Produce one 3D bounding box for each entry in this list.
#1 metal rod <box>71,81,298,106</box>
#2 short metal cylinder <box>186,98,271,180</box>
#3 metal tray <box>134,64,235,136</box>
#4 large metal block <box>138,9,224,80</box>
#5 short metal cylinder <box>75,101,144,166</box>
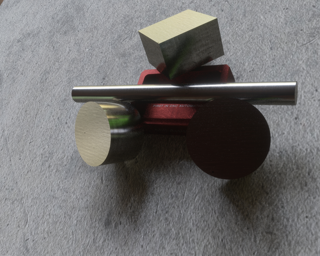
[{"bbox_3d":[0.008,-0.043,0.389,0.300,0.025,0.025,3,63,29],"label":"metal rod"},{"bbox_3d":[0.069,0.012,0.325,0.080,0.050,0.080,-1,84,9],"label":"short metal cylinder"},{"bbox_3d":[0.026,-0.036,0.411,0.130,0.030,0.090,2,63,29],"label":"metal tray"},{"bbox_3d":[0.027,-0.116,0.418,0.080,0.050,0.080,-26,34,-9],"label":"large metal block"},{"bbox_3d":[-0.066,0.006,0.396,0.080,0.050,0.079,4,96,45],"label":"short metal cylinder"}]
